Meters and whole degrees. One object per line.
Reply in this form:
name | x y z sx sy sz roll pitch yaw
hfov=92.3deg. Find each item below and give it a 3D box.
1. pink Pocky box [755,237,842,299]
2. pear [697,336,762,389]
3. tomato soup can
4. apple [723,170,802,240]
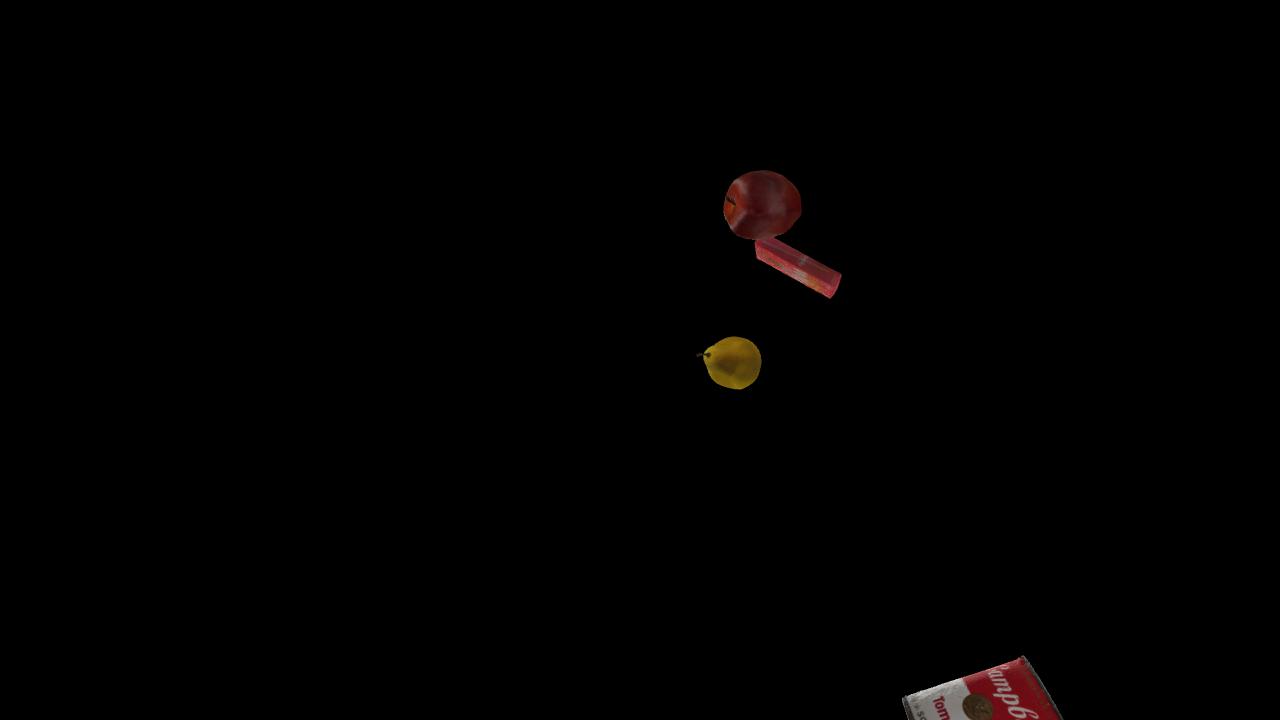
pink Pocky box | 0.271 -0.163 1.064 0.155 0.029 0.084 33 0 16
pear | 0.120 -0.001 0.847 0.080 0.080 0.111 0 -11 30
tomato soup can | 0.265 0.279 0.473 0.101 0.068 0.068 -28 -7 14
apple | 0.141 -0.181 0.716 0.093 0.079 0.079 1 0 -19
